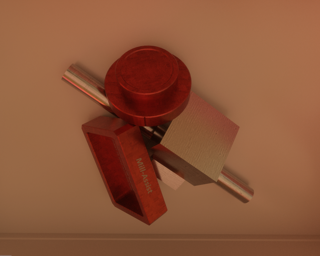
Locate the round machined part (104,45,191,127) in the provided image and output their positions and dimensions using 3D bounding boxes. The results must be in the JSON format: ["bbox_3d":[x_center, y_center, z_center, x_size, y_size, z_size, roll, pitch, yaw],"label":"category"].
[{"bbox_3d":[-0.014,-0.054,0.349,0.099,0.098,0.042,-2,151,0],"label":"round machined part"}]

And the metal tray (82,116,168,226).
[{"bbox_3d":[-0.046,0.052,0.395,0.030,0.090,0.129,-31,113,-33],"label":"metal tray"}]

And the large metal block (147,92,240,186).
[{"bbox_3d":[0.039,0.014,0.381,0.080,0.050,0.080,35,63,-12],"label":"large metal block"}]

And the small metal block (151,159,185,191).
[{"bbox_3d":[0.008,0.049,0.414,0.050,0.050,0.025,36,106,-13],"label":"small metal block"}]

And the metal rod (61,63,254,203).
[{"bbox_3d":[0.006,0.014,0.415,0.301,0.025,0.025,35,106,-13],"label":"metal rod"}]
